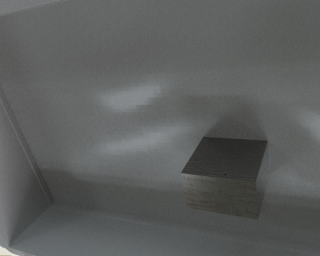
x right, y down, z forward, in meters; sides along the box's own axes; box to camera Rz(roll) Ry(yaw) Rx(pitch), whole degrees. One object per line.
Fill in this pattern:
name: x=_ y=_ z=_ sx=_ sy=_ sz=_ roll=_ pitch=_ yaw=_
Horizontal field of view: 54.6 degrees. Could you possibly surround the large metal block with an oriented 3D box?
large metal block: x=0.080 y=0.054 z=0.365 sx=0.080 sy=0.080 sz=0.050 roll=3 pitch=120 yaw=27
